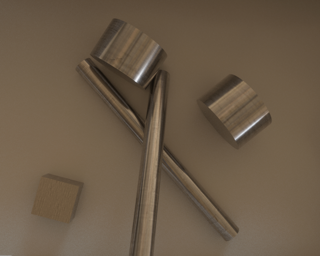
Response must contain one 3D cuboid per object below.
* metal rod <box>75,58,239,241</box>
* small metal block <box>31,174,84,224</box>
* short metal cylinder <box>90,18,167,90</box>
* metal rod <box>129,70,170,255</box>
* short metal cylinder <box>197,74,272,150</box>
[{"bbox_3d":[-0.003,0.029,0.411,0.025,0.025,0.300,-41,91,0],"label":"metal rod"},{"bbox_3d":[-0.135,0.092,0.410,0.050,0.025,0.050,15,90,-1],"label":"small metal block"},{"bbox_3d":[-0.038,-0.089,0.383,0.080,0.080,0.050,32,90,-1],"label":"short metal cylinder"},{"bbox_3d":[-0.012,0.063,0.348,0.025,0.025,0.299,6,64,0],"label":"metal rod"},{"bbox_3d":[0.091,-0.020,0.385,0.050,0.080,0.080,-39,91,0],"label":"short metal cylinder"}]
